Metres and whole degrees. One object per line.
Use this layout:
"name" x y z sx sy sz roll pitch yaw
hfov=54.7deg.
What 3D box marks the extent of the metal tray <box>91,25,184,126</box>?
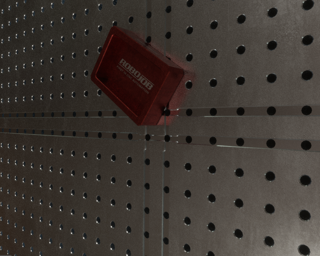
"metal tray" -0.038 -0.074 0.434 0.130 0.030 0.089 43 116 31
